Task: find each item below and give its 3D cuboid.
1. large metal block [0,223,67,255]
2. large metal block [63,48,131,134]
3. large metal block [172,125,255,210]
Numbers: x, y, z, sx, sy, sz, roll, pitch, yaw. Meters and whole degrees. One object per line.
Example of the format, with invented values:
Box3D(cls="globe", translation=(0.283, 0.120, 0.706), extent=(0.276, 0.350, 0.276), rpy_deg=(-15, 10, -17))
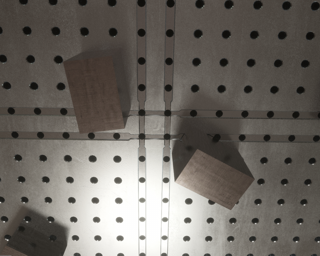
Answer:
Box3D(cls="large metal block", translation=(-0.204, 0.206, 0.473), extent=(0.080, 0.050, 0.080), rpy_deg=(32, 107, -12))
Box3D(cls="large metal block", translation=(-0.069, -0.047, 0.366), extent=(0.050, 0.080, 0.079), rpy_deg=(-7, 110, 2))
Box3D(cls="large metal block", translation=(0.065, 0.049, 0.403), extent=(0.080, 0.080, 0.050), rpy_deg=(28, 108, -10))
